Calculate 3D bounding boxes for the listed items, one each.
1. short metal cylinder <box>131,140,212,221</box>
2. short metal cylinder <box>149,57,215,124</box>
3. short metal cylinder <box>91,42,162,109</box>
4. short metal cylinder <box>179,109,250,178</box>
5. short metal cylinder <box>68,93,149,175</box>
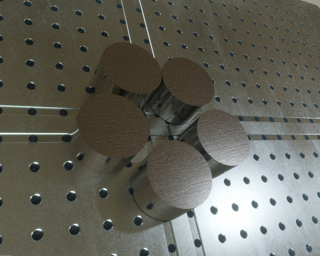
[{"bbox_3d":[0.013,0.061,0.360,0.081,0.050,0.080,13,56,-20],"label":"short metal cylinder"},{"bbox_3d":[0.029,-0.052,0.438,0.081,0.050,0.080,13,57,-21],"label":"short metal cylinder"},{"bbox_3d":[-0.045,-0.065,0.407,0.081,0.050,0.080,14,56,-21],"label":"short metal cylinder"},{"bbox_3d":[0.072,0.022,0.416,0.081,0.050,0.080,13,57,-22],"label":"short metal cylinder"},{"bbox_3d":[-0.059,0.007,0.355,0.081,0.050,0.080,13,56,-21],"label":"short metal cylinder"}]
